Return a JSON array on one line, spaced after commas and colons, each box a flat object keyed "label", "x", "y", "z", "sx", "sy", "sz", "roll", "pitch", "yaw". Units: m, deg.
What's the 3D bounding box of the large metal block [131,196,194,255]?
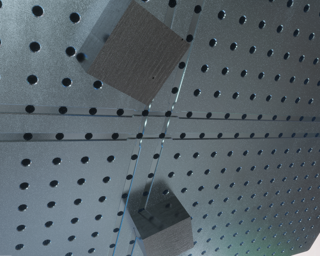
[{"label": "large metal block", "x": 0.005, "y": 0.170, "z": 0.505, "sx": 0.081, "sy": 0.050, "sz": 0.079, "roll": -21, "pitch": 127, "yaw": -16}]

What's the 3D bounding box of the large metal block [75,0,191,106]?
[{"label": "large metal block", "x": -0.029, "y": -0.082, "z": 0.330, "sx": 0.080, "sy": 0.050, "sz": 0.080, "roll": 27, "pitch": 104, "yaw": -38}]
